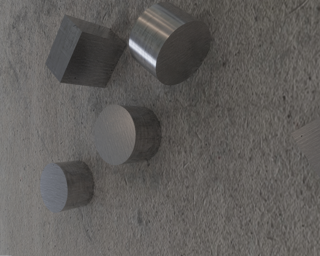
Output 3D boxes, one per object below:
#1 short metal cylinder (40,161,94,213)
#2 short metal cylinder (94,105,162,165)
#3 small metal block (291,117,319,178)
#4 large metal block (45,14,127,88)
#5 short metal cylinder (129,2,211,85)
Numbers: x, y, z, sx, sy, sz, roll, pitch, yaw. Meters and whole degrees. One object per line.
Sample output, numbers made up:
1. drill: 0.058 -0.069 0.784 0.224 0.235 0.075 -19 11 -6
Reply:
1. short metal cylinder: -0.156 0.096 0.517 0.080 0.050 0.079 0 90 40
2. short metal cylinder: -0.045 0.009 0.426 0.080 0.050 0.079 0 90 40
3. small metal block: 0.157 0.013 0.276 0.050 0.025 0.050 -39 66 33
4. large metal block: -0.109 -0.110 0.459 0.050 0.081 0.080 47 118 30
5. short metal cylinder: 0.012 -0.097 0.359 0.050 0.081 0.080 44 117 31
